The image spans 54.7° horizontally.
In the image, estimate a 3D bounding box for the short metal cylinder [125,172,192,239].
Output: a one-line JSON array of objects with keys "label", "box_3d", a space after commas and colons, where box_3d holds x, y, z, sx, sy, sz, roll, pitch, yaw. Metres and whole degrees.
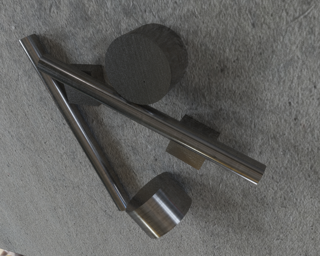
[{"label": "short metal cylinder", "box_3d": [-0.002, 0.108, 0.439, 0.050, 0.080, 0.080, 49, 129, -6]}]

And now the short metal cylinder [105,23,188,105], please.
[{"label": "short metal cylinder", "box_3d": [-0.015, -0.073, 0.353, 0.080, 0.050, 0.079, 13, 124, 21]}]

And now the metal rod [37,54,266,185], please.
[{"label": "metal rod", "box_3d": [-0.018, -0.016, 0.374, 0.301, 0.025, 0.025, 28, 128, 10]}]

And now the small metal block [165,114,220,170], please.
[{"label": "small metal block", "box_3d": [0.041, 0.018, 0.397, 0.050, 0.025, 0.050, 29, 128, 9]}]

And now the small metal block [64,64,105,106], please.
[{"label": "small metal block", "box_3d": [-0.103, -0.059, 0.424, 0.050, 0.025, 0.050, 7, 122, 24]}]

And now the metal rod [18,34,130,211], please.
[{"label": "metal rod", "box_3d": [-0.121, 0.003, 0.472, 0.025, 0.025, 0.299, -14, 112, 34]}]
